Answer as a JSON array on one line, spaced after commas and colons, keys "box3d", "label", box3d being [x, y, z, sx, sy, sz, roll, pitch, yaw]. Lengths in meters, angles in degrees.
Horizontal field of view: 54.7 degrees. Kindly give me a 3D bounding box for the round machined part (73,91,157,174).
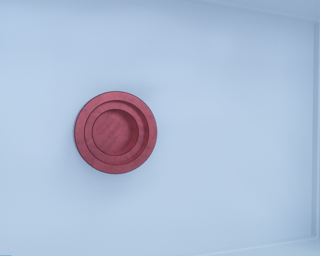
[{"box3d": [-0.057, 0.005, 0.381, 0.099, 0.042, 0.097, 0, 90, -21], "label": "round machined part"}]
